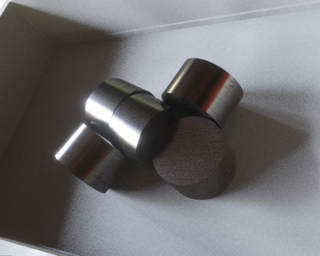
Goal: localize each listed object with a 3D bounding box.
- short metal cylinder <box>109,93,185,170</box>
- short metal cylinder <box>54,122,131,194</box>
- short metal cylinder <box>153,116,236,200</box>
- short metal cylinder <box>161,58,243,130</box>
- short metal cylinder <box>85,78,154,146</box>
[{"bbox_3d":[-0.014,0.004,0.373,0.050,0.080,0.080,30,78,37],"label":"short metal cylinder"},{"bbox_3d":[-0.083,0.037,0.388,0.080,0.080,0.050,33,80,38],"label":"short metal cylinder"},{"bbox_3d":[0.039,0.034,0.345,0.080,0.050,0.080,-13,56,20],"label":"short metal cylinder"},{"bbox_3d":[0.049,-0.036,0.364,0.080,0.080,0.050,26,76,36],"label":"short metal cylinder"},{"bbox_3d":[-0.049,-0.019,0.404,0.050,0.080,0.080,29,77,37],"label":"short metal cylinder"}]
